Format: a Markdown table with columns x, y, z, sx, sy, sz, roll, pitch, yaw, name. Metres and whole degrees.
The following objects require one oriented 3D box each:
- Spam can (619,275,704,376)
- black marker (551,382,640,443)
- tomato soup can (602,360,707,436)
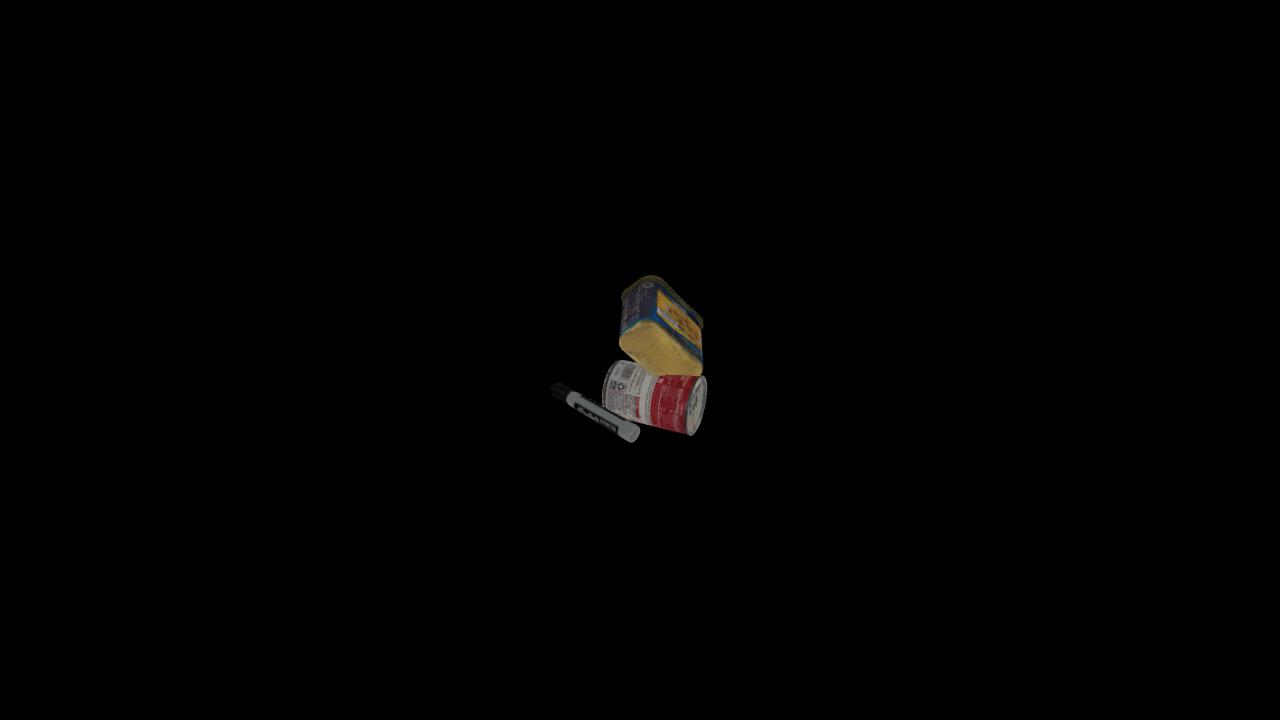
| x | y | z | sx | sy | sz | roll | pitch | yaw | name |
| --- | --- | --- | --- | --- | --- | --- | --- | --- | --- |
| 0.025 | -0.029 | 0.675 | 0.058 | 0.085 | 0.101 | -35 | -60 | 27 | Spam can |
| -0.051 | 0.053 | 0.650 | 0.121 | 0.020 | 0.020 | 26 | 15 | 33 | black marker |
| 0.016 | 0.041 | 0.684 | 0.101 | 0.068 | 0.068 | 11 | 4 | 21 | tomato soup can |
